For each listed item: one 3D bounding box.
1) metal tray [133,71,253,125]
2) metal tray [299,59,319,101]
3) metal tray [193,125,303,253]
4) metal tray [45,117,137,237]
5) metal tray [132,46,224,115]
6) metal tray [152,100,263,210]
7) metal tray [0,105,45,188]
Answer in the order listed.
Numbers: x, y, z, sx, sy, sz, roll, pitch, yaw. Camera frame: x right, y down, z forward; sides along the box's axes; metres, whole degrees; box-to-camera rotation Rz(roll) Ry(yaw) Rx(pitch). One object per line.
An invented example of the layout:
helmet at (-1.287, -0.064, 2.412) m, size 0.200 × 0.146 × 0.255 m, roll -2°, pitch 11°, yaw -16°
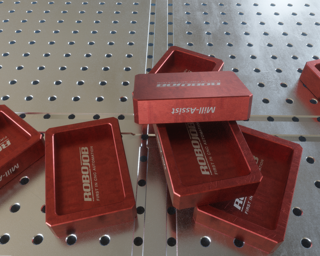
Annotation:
metal tray at (0.035, -0.040, 0.378) m, size 0.131 × 0.030 × 0.090 m, roll -2°, pitch 28°, yaw -2°
metal tray at (0.294, -0.073, 0.466) m, size 0.131 × 0.030 × 0.090 m, roll -14°, pitch 51°, yaw -11°
metal tray at (0.103, 0.061, 0.353) m, size 0.090 × 0.030 × 0.130 m, roll 20°, pitch 53°, yaw 16°
metal tray at (-0.083, 0.050, 0.361) m, size 0.091 × 0.030 × 0.130 m, roll -10°, pitch 51°, yaw -9°
metal tray at (0.029, -0.065, 0.458) m, size 0.090 × 0.030 × 0.130 m, roll 22°, pitch 53°, yaw 17°
metal tray at (0.046, 0.019, 0.349) m, size 0.091 × 0.030 × 0.130 m, roll -9°, pitch 51°, yaw -7°
metal tray at (-0.217, 0.036, 0.373) m, size 0.090 × 0.030 × 0.131 m, roll 33°, pitch 57°, yaw 24°
